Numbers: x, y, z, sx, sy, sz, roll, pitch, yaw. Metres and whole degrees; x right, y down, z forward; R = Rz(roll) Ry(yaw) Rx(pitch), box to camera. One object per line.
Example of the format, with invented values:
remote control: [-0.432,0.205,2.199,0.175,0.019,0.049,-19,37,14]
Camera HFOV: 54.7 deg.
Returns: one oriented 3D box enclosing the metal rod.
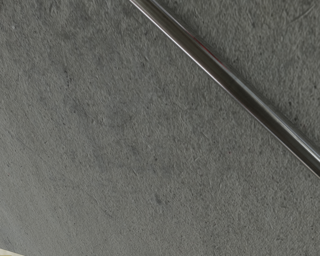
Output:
metal rod: [0.082,-0.045,0.335,0.300,0.025,0.025,43,129,-2]
